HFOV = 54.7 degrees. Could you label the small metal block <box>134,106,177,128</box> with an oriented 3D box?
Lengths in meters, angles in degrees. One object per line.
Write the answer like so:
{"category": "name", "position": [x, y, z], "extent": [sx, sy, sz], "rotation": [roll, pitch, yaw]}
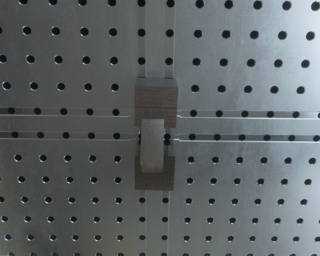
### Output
{"category": "small metal block", "position": [-0.006, -0.021, 0.392], "extent": [0.050, 0.050, 0.025], "rotation": [2, 110, -1]}

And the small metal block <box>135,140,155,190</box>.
{"category": "small metal block", "position": [-0.020, 0.049, 0.418], "extent": [0.025, 0.050, 0.050], "rotation": [1, 110, -1]}

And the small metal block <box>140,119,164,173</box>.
{"category": "small metal block", "position": [-0.008, 0.022, 0.364], "extent": [0.025, 0.050, 0.050], "rotation": [1, 68, 0]}

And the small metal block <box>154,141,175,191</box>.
{"category": "small metal block", "position": [0.006, 0.049, 0.417], "extent": [0.025, 0.050, 0.050], "rotation": [1, 110, -1]}

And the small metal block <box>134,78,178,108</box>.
{"category": "small metal block", "position": [-0.005, -0.044, 0.383], "extent": [0.050, 0.050, 0.025], "rotation": [2, 110, -1]}
